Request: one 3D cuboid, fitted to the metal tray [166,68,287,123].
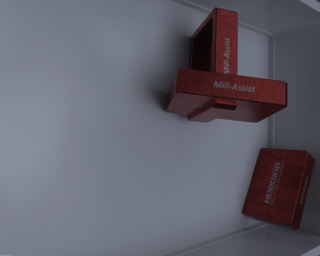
[{"bbox_3d":[0.079,-0.037,0.392,0.131,0.090,0.030,6,78,-5],"label":"metal tray"}]

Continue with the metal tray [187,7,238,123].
[{"bbox_3d":[0.068,-0.079,0.414,0.030,0.090,0.129,6,79,-15],"label":"metal tray"}]

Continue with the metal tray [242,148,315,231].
[{"bbox_3d":[0.206,0.101,0.541,0.030,0.090,0.130,36,68,-35],"label":"metal tray"}]
